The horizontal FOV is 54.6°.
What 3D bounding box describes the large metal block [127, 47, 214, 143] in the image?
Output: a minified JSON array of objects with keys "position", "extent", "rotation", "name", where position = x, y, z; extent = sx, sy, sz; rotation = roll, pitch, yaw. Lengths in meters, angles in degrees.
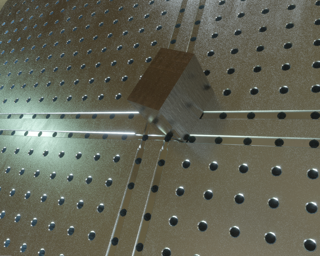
[{"position":[0.017,-0.040,0.390],"extent":[0.050,0.080,0.080],"rotation":[21,73,36],"name":"large metal block"}]
